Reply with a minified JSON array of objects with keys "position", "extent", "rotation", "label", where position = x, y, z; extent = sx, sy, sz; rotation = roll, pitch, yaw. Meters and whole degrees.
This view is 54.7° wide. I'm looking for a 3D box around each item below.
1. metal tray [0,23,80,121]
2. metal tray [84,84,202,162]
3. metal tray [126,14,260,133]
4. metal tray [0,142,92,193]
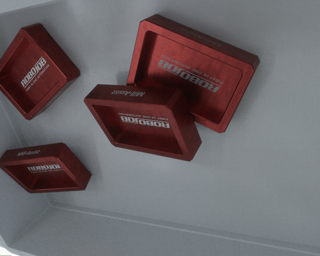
[{"position":[-0.187,-0.078,0.455],"extent":[0.130,0.030,0.090],"rotation":[-31,101,38],"label":"metal tray"},{"position":[-0.022,-0.008,0.383],"extent":[0.130,0.030,0.090],"rotation":[8,139,34],"label":"metal tray"},{"position":[0.032,-0.061,0.350],"extent":[0.130,0.030,0.089],"rotation":[26,128,11],"label":"metal tray"},{"position":[-0.194,0.071,0.525],"extent":[0.130,0.030,0.090],"rotation":[-8,132,24],"label":"metal tray"}]
